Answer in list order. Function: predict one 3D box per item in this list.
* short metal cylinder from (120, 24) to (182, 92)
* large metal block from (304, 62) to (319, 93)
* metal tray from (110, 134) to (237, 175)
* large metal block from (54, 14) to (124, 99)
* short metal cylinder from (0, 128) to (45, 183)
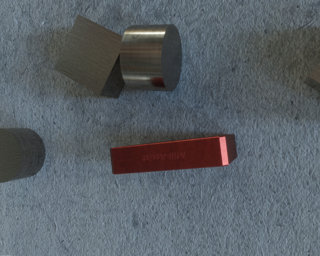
[{"bbox_3d":[-0.008,-0.086,0.383,0.050,0.080,0.079,5,92,20],"label":"short metal cylinder"},{"bbox_3d":[0.213,-0.060,0.320,0.080,0.050,0.080,40,102,15],"label":"large metal block"},{"bbox_3d":[0.019,0.030,0.367,0.130,0.090,0.030,-7,88,19],"label":"metal tray"},{"bbox_3d":[-0.084,-0.096,0.425,0.080,0.050,0.080,30,100,17],"label":"large metal block"},{"bbox_3d":[-0.226,0.040,0.476,0.080,0.050,0.080,0,90,20],"label":"short metal cylinder"}]
